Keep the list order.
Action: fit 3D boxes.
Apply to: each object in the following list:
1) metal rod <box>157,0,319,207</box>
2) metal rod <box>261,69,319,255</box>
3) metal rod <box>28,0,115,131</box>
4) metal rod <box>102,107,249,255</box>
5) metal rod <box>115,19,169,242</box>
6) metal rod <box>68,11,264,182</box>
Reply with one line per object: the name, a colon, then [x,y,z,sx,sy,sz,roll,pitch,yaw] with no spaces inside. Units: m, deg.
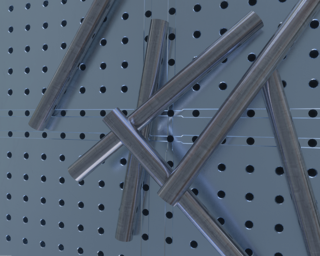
metal rod: [0.096,-0.041,0.345,0.025,0.025,0.300,36,89,16]
metal rod: [0.163,0.079,0.354,0.025,0.025,0.299,-16,85,19]
metal rod: [-0.114,-0.127,0.453,0.025,0.025,0.299,35,101,16]
metal rod: [0.040,0.096,0.368,0.025,0.025,0.300,-42,89,15]
metal rod: [-0.025,0.006,0.421,0.025,0.025,0.298,11,94,20]
metal rod: [0.002,-0.035,0.390,0.300,0.025,0.025,-40,77,7]
